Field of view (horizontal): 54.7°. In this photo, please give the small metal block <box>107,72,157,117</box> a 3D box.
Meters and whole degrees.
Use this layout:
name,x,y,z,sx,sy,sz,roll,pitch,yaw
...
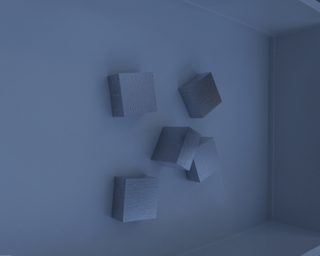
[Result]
name,x,y,z,sx,sy,sz,roll,pitch,yaw
small metal block,-0.033,-0.042,0.380,0.050,0.025,0.050,-11,98,-40

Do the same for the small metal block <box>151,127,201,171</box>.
name,x,y,z,sx,sy,sz,roll,pitch,yaw
small metal block,0.021,0.026,0.410,0.025,0.050,0.050,34,69,-36

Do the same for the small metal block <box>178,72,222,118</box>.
name,x,y,z,sx,sy,sz,roll,pitch,yaw
small metal block,0.060,-0.049,0.460,0.050,0.025,0.050,-39,114,-33

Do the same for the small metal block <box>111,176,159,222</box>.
name,x,y,z,sx,sy,sz,roll,pitch,yaw
small metal block,-0.030,0.086,0.383,0.050,0.025,0.050,6,86,-40

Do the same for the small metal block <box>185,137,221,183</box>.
name,x,y,z,sx,sy,sz,roll,pitch,yaw
small metal block,0.060,0.046,0.460,0.050,0.025,0.050,-27,107,-37
